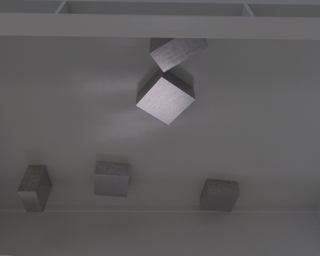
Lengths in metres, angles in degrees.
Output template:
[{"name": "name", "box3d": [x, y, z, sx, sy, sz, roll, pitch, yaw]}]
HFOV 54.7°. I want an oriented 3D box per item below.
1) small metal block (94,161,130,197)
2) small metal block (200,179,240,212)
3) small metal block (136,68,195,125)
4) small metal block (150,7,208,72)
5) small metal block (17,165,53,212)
[{"name": "small metal block", "box3d": [-0.074, 0.079, 0.476, 0.050, 0.025, 0.050, 6, 130, -5]}, {"name": "small metal block", "box3d": [0.096, 0.110, 0.504, 0.050, 0.025, 0.050, 6, 130, -6]}, {"name": "small metal block", "box3d": [0.006, -0.038, 0.376, 0.050, 0.025, 0.050, 31, 124, -24]}, {"name": "small metal block", "box3d": [0.018, -0.090, 0.316, 0.050, 0.050, 0.025, -26, 125, 20]}, {"name": "small metal block", "box3d": [-0.188, 0.091, 0.469, 0.025, 0.050, 0.050, 0, 130, 0]}]
